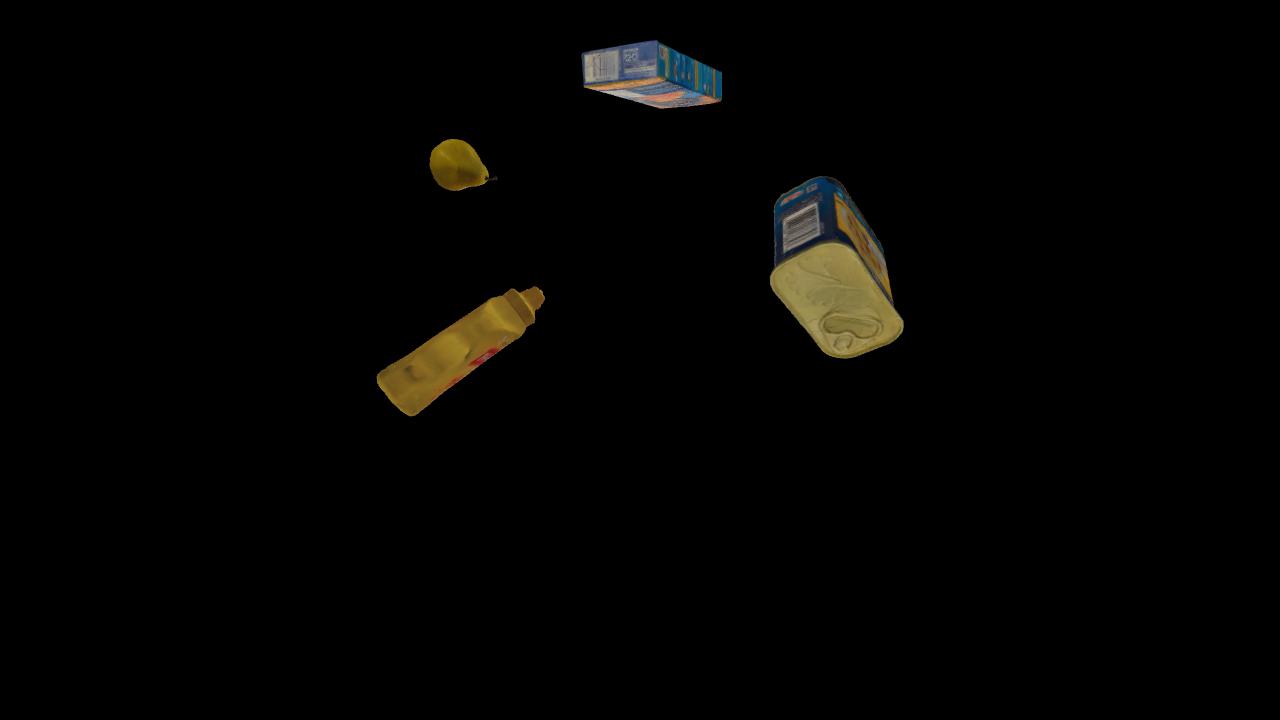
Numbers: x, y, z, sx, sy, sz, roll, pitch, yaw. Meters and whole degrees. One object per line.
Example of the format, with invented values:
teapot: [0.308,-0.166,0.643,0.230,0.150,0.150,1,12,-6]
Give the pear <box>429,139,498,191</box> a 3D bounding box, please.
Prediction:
pear: [-0.273,-0.294,0.961,0.111,0.080,0.080,37,14,19]

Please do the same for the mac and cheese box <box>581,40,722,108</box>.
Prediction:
mac and cheese box: [0.020,-0.324,0.708,0.093,0.041,0.184,5,15,28]

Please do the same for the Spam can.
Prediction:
Spam can: [0.136,-0.066,0.430,0.058,0.085,0.101,-24,-52,33]

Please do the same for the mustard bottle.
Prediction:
mustard bottle: [-0.175,-0.018,0.633,0.184,0.054,0.092,-38,-5,-12]
